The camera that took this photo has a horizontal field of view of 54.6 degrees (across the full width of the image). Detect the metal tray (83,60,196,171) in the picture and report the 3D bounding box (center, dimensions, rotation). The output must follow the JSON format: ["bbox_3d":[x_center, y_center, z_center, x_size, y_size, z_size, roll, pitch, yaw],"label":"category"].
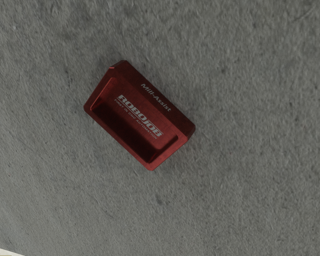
[{"bbox_3d":[-0.029,-0.014,0.411,0.130,0.030,0.090,43,129,-2],"label":"metal tray"}]
